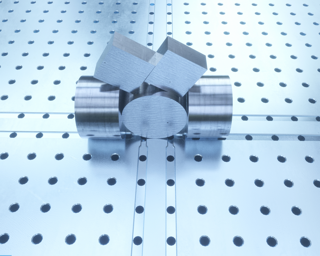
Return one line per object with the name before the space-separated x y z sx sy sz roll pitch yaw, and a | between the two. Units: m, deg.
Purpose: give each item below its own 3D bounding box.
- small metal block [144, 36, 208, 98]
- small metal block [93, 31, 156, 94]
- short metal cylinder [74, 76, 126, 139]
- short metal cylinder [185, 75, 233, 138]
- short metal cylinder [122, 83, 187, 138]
small metal block | 0.017 -0.067 0.348 0.050 0.050 0.025 21 46 -23
small metal block | -0.039 -0.071 0.345 0.050 0.050 0.025 22 46 -23
short metal cylinder | -0.072 -0.026 0.392 0.050 0.080 0.080 1 50 1
short metal cylinder | 0.059 -0.027 0.394 0.050 0.080 0.080 0 50 1
short metal cylinder | -0.006 -0.031 0.397 0.080 0.080 0.050 1 50 1
